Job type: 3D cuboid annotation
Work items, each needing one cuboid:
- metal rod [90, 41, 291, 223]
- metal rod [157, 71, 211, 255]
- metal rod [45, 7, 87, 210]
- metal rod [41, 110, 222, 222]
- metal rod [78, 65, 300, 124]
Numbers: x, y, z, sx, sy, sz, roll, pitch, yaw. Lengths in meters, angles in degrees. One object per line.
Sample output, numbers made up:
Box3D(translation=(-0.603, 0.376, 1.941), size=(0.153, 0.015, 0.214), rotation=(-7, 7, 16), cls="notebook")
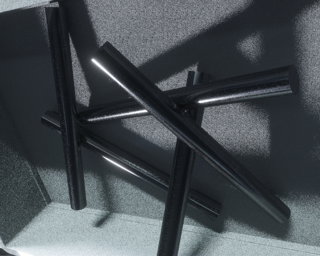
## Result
Box3D(translation=(0.050, 0.020, 0.339), size=(0.301, 0.025, 0.025), rotation=(40, 131, -22), cls="metal rod")
Box3D(translation=(0.021, 0.083, 0.369), size=(0.025, 0.025, 0.298), rotation=(12, 99, 21), cls="metal rod")
Box3D(translation=(-0.130, -0.012, 0.441), size=(0.025, 0.025, 0.298), rotation=(10, 115, 22), cls="metal rod")
Box3D(translation=(-0.048, 0.052, 0.464), size=(0.301, 0.025, 0.025), rotation=(28, 128, 10), cls="metal rod")
Box3D(translation=(0.000, -0.029, 0.354), size=(0.300, 0.025, 0.025), rotation=(-6, 116, 42), cls="metal rod")
